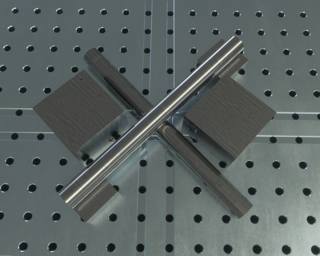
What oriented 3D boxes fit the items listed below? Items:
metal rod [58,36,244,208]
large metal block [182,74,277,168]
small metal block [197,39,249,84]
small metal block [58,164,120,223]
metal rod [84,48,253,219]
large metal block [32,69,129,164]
[{"bbox_3d":[-0.001,-0.017,0.391,0.301,0.025,0.025,-43,76,-14],"label":"metal rod"},{"bbox_3d":[0.087,-0.009,0.402,0.080,0.050,0.080,41,75,13],"label":"large metal block"},{"bbox_3d":[0.089,-0.092,0.446,0.050,0.025,0.050,-42,76,-14],"label":"small metal block"},{"bbox_3d":[-0.086,0.080,0.382,0.050,0.025,0.050,43,75,14],"label":"small metal block"},{"bbox_3d":[0.002,-0.002,0.411,0.025,0.025,0.300,-41,75,-13],"label":"metal rod"},{"bbox_3d":[-0.100,-0.014,0.403,0.080,0.050,0.080,-41,75,-14],"label":"large metal block"}]
